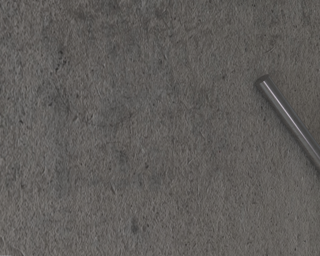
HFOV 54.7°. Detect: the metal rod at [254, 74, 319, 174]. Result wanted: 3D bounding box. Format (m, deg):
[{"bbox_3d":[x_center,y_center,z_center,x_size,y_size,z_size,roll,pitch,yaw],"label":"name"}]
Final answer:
[{"bbox_3d":[0.248,0.037,0.500,0.025,0.025,0.300,-44,104,-15],"label":"metal rod"}]
